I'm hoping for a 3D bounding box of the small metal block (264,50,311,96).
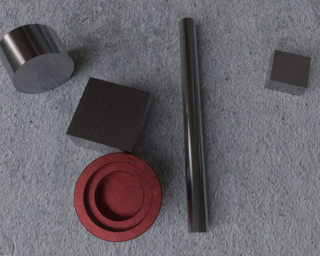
[{"bbox_3d":[0.180,-0.078,0.439,0.050,0.025,0.050,14,71,5],"label":"small metal block"}]

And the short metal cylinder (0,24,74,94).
[{"bbox_3d":[-0.162,-0.089,0.410,0.080,0.080,0.050,-29,73,-10],"label":"short metal cylinder"}]

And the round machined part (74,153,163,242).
[{"bbox_3d":[-0.046,0.079,0.364,0.099,0.042,0.097,0,80,2],"label":"round machined part"}]

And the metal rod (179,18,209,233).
[{"bbox_3d":[0.043,-0.018,0.415,0.025,0.025,0.299,-1,70,-1],"label":"metal rod"}]

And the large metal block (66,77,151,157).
[{"bbox_3d":[-0.061,-0.010,0.398,0.080,0.050,0.080,15,71,5],"label":"large metal block"}]
